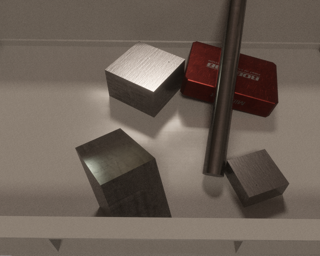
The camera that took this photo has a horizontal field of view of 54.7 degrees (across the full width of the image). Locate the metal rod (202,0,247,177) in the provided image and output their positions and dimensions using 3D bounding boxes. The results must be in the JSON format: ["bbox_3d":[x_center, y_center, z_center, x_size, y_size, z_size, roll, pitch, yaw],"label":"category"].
[{"bbox_3d":[0.089,-0.086,0.401,0.025,0.025,0.299,9,75,7],"label":"metal rod"}]

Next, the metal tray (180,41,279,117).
[{"bbox_3d":[0.102,-0.073,0.450,0.131,0.030,0.090,15,51,-1],"label":"metal tray"}]

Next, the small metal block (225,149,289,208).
[{"bbox_3d":[0.110,0.057,0.358,0.050,0.025,0.050,-15,52,-13],"label":"small metal block"}]

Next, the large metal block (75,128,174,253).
[{"bbox_3d":[-0.036,0.057,0.304,0.050,0.080,0.080,-25,29,-20],"label":"large metal block"}]

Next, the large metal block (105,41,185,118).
[{"bbox_3d":[-0.020,-0.073,0.450,0.080,0.050,0.080,27,55,20],"label":"large metal block"}]
